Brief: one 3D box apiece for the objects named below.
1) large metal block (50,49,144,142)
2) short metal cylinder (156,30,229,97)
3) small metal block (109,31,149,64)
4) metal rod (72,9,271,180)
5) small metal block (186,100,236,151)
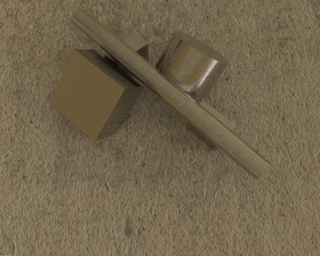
[{"bbox_3d":[-0.080,-0.043,0.392,0.080,0.050,0.080,39,115,12],"label":"large metal block"},{"bbox_3d":[0.042,-0.084,0.405,0.080,0.080,0.050,37,115,12],"label":"short metal cylinder"},{"bbox_3d":[-0.044,-0.098,0.432,0.050,0.050,0.025,-37,75,-13],"label":"small metal block"},{"bbox_3d":[0.004,-0.049,0.374,0.300,0.025,0.025,41,75,13],"label":"metal rod"},{"bbox_3d":[0.063,-0.002,0.394,0.050,0.050,0.025,39,75,12],"label":"small metal block"}]
